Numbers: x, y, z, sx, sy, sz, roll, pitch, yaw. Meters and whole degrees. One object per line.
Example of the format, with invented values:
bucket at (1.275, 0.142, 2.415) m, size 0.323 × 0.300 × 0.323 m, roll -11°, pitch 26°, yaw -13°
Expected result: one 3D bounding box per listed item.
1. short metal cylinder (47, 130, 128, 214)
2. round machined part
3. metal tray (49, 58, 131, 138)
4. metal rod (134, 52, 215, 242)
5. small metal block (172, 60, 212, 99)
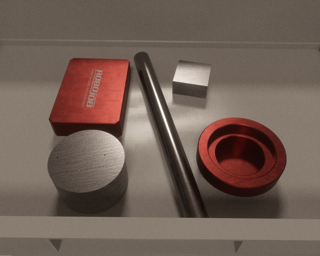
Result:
short metal cylinder at (-0.078, 0.048, 0.347) m, size 0.081 × 0.050 × 0.080 m, roll 0°, pitch 50°, yaw 0°
round machined part at (0.092, 0.037, 0.364) m, size 0.099 × 0.042 × 0.098 m, roll 0°, pitch 50°, yaw 0°
metal tray at (-0.093, -0.047, 0.440) m, size 0.091 × 0.030 × 0.130 m, roll 2°, pitch 50°, yaw 1°
metal rod at (0.007, -0.001, 0.405) m, size 0.025 × 0.025 × 0.300 m, roll -11°, pitch 51°, yaw -9°
small metal block at (0.048, -0.074, 0.468) m, size 0.050 × 0.025 × 0.050 m, roll 10°, pitch 51°, yaw 8°
